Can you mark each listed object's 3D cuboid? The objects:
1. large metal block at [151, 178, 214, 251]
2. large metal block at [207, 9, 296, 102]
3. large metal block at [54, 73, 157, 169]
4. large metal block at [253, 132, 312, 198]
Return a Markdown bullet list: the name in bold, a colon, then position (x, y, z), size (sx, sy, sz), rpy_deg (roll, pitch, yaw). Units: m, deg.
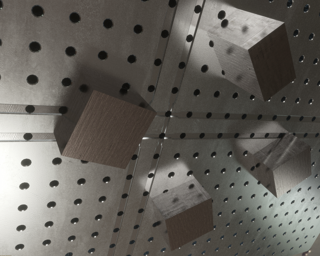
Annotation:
- **large metal block**: position (0.038, 0.141, 0.505), size (0.081, 0.050, 0.079), rpy_deg (-21, 127, -16)
- **large metal block**: position (0.113, -0.091, 0.383), size (0.050, 0.080, 0.080), rpy_deg (-37, 130, -4)
- **large metal block**: position (-0.064, -0.006, 0.357), size (0.081, 0.050, 0.080), rpy_deg (19, 108, -36)
- **large metal block**: position (0.223, 0.067, 0.562), size (0.080, 0.050, 0.080), rpy_deg (-31, 129, -9)
